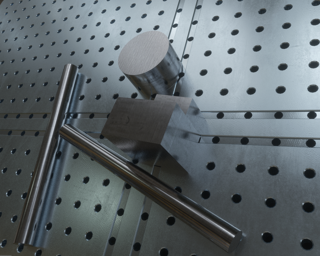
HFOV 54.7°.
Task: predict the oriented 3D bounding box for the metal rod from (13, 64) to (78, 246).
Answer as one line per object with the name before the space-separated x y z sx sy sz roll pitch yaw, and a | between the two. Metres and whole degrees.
metal rod | -0.169 0.023 0.480 0.025 0.025 0.299 -9 58 23

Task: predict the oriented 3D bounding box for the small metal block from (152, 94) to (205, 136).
small metal block | 0.023 -0.016 0.389 0.050 0.050 0.025 10 67 32

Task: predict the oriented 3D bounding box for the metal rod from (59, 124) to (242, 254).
metal rod | -0.036 0.058 0.389 0.300 0.025 0.025 26 76 36

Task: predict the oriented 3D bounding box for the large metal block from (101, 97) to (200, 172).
large metal block | -0.008 0.008 0.371 0.080 0.080 0.050 8 66 31

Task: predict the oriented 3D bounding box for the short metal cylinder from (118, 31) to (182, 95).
short metal cylinder | -0.014 -0.095 0.457 0.080 0.050 0.080 -13 56 20
